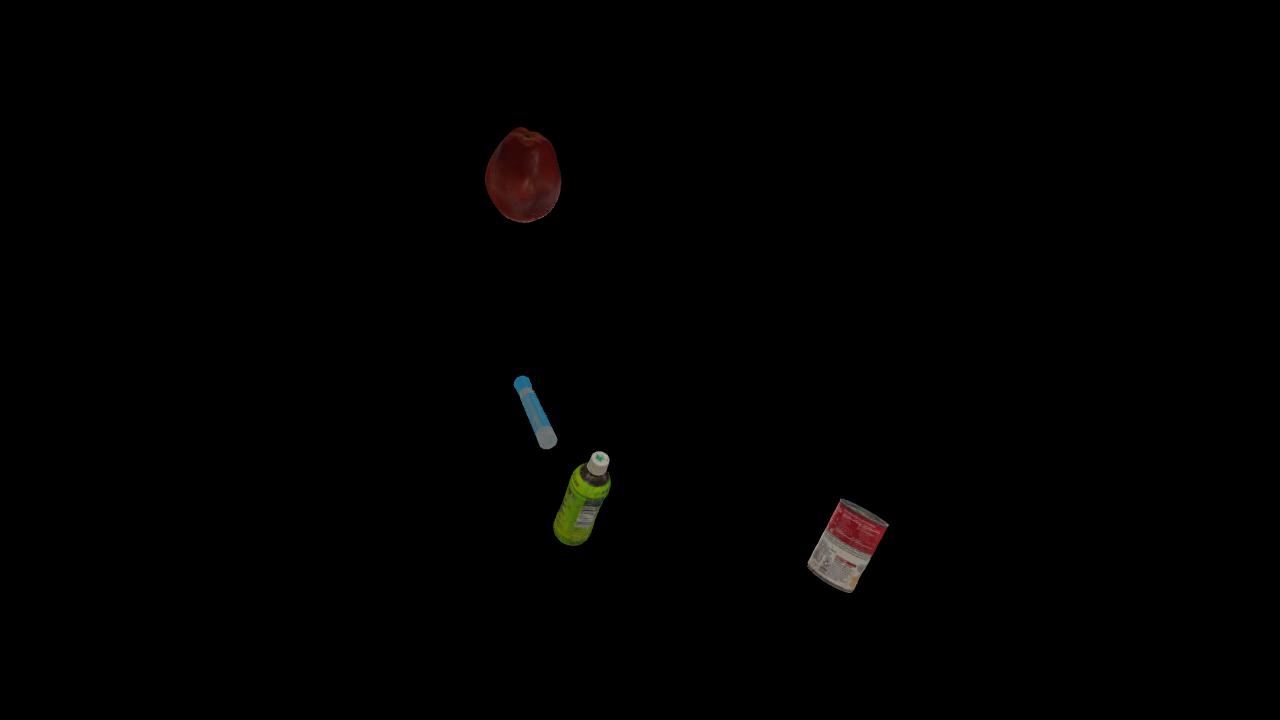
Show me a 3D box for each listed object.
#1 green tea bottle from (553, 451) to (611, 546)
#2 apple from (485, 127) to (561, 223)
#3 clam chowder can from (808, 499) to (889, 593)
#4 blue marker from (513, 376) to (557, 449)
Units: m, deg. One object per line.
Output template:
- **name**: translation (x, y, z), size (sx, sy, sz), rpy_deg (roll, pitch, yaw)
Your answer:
- **green tea bottle**: translation (-0.092, 0.231, 1.037), size (0.073, 0.212, 0.073), rpy_deg (14, 40, -13)
- **apple**: translation (-0.121, -0.188, 0.638), size (0.079, 0.093, 0.079), rpy_deg (14, 35, -10)
- **clam chowder can**: translation (0.275, 0.246, 0.817), size (0.068, 0.102, 0.068), rpy_deg (26, 3, -2)
- **blue marker**: translation (-0.113, 0.052, 0.653), size (0.020, 0.020, 0.121), rpy_deg (0, 29, -26)
